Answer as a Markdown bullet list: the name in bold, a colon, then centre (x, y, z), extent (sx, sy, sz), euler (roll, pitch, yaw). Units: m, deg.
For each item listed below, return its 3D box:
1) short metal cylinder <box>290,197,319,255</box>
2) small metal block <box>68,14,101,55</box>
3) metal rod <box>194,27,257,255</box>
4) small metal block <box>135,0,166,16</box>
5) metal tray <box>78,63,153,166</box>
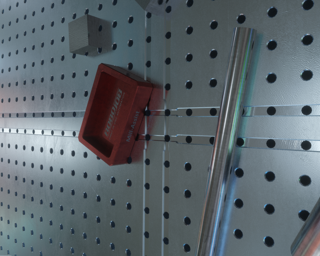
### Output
- **short metal cylinder**: centre (0.155, 0.098, 0.246), extent (0.080, 0.081, 0.050), euler (33, 110, 35)
- **small metal block**: centre (-0.124, -0.152, 0.509), extent (0.050, 0.025, 0.050), euler (-6, 86, 39)
- **metal rod**: centre (0.069, 0.041, 0.350), extent (0.025, 0.025, 0.298), euler (14, 99, 39)
- **small metal block**: centre (-0.012, -0.190, 0.418), extent (0.050, 0.025, 0.050), euler (-51, 60, 27)
- **metal tray**: centre (-0.070, -0.021, 0.461), extent (0.090, 0.030, 0.129), euler (31, 109, 35)
